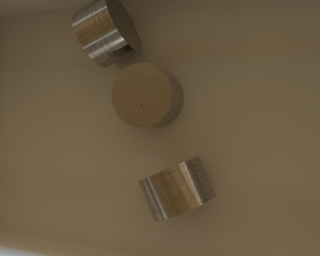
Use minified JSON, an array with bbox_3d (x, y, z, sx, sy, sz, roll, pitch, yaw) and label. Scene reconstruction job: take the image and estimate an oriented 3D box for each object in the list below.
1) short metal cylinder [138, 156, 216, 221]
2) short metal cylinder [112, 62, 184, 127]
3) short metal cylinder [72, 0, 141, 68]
[{"bbox_3d":[0.020,0.072,0.374,0.080,0.080,0.050,-25,82,18],"label":"short metal cylinder"},{"bbox_3d":[-0.015,-0.041,0.402,0.080,0.050,0.080,0,90,20],"label":"short metal cylinder"},{"bbox_3d":[-0.068,-0.127,0.405,0.050,0.080,0.080,-24,82,18],"label":"short metal cylinder"}]
